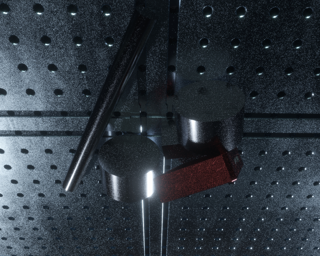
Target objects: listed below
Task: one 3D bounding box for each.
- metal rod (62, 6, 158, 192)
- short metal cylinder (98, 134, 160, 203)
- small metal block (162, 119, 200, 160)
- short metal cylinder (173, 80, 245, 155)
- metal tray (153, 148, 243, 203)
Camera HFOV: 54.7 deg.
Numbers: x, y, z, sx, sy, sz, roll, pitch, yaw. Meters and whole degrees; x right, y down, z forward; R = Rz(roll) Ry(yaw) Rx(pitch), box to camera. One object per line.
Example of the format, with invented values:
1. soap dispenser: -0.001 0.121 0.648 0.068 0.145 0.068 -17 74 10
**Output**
1. metal rod: -0.077 -0.013 0.399 0.025 0.025 0.298 20 127 -16
2. short metal cylinder: -0.041 0.053 0.420 0.081 0.080 0.050 1 130 -2
3. small metal block: 0.029 0.012 0.406 0.050 0.050 0.025 -7 130 6
4. short metal cylinder: 0.058 -0.014 0.364 0.080 0.080 0.050 -6 130 5
5. metal tray: 0.056 0.056 0.400 0.090 0.130 0.030 -22 84 17
